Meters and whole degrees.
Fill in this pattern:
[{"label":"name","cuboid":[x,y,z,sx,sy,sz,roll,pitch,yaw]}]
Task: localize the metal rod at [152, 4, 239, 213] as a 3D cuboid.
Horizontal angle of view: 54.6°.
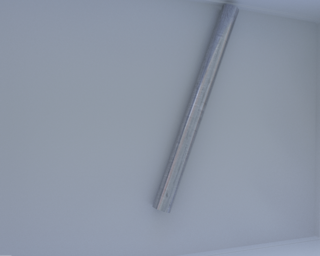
[{"label":"metal rod","cuboid":[0.052,-0.032,0.429,0.025,0.025,0.299,22,83,-19]}]
